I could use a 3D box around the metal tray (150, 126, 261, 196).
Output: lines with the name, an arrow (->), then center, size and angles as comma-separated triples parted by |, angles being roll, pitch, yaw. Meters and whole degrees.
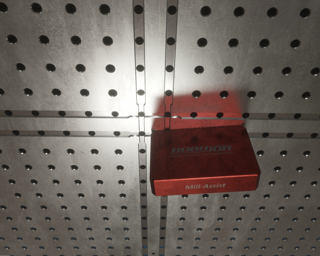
metal tray -> 0.054, 0.041, 0.404 | 0.131, 0.090, 0.030 | -4, 130, 2
